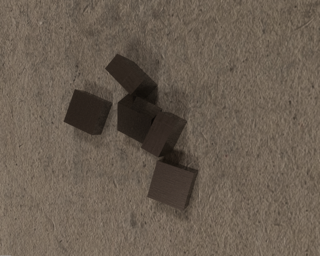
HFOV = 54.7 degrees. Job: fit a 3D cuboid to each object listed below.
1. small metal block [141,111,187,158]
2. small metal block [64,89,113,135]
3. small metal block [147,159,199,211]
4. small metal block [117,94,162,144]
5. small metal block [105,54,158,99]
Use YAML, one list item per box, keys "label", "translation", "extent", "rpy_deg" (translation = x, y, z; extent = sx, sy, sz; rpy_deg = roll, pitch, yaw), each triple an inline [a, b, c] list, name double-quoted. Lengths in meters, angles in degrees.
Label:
- label: "small metal block"
  translation: [0.006, 0.007, 0.393]
  extent: [0.025, 0.050, 0.050]
  rpy_deg: [29, 99, 17]
- label: "small metal block"
  translation: [-0.103, -0.023, 0.444]
  extent: [0.050, 0.025, 0.050]
  rpy_deg: [23, 98, 18]
- label: "small metal block"
  translation: [0.017, 0.072, 0.402]
  extent: [0.050, 0.025, 0.050]
  rpy_deg: [17, 96, 18]
- label: "small metal block"
  translation: [-0.028, -0.011, 0.404]
  extent: [0.050, 0.025, 0.050]
  rpy_deg: [27, 138, 17]
- label: "small metal block"
  translation: [-0.036, -0.067, 0.408]
  extent: [0.050, 0.050, 0.025]
  rpy_deg: [46, 104, 14]
